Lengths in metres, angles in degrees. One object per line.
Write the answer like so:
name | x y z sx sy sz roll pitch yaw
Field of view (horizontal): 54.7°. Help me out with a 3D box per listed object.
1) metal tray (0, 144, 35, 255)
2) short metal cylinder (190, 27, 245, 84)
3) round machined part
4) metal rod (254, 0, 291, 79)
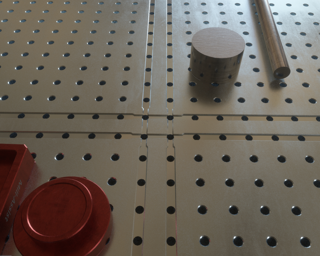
metal tray | -0.204 0.077 0.338 0.091 0.030 0.130 2 50 1
short metal cylinder | 0.089 -0.115 0.488 0.080 0.050 0.080 0 50 0
round machined part | -0.101 0.091 0.319 0.099 0.042 0.098 0 50 0
metal rod | 0.199 -0.200 0.576 0.025 0.025 0.300 3 50 2
